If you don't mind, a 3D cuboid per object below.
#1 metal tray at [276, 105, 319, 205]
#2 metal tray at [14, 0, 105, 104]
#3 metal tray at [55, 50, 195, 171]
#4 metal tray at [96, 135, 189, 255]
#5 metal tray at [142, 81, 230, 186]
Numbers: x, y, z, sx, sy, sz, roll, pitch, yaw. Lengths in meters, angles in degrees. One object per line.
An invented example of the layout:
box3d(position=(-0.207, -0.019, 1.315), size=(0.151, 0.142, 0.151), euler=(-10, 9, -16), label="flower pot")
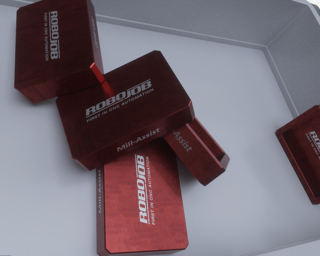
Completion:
box3d(position=(0.245, 0.040, 0.470), size=(0.030, 0.090, 0.130), euler=(-7, 66, -32), label="metal tray")
box3d(position=(-0.119, -0.099, 0.363), size=(0.090, 0.030, 0.130), euler=(-16, 61, 5), label="metal tray")
box3d(position=(-0.040, -0.022, 0.338), size=(0.131, 0.030, 0.090), euler=(-26, 58, -2), label="metal tray")
box3d(position=(-0.023, 0.072, 0.346), size=(0.091, 0.030, 0.130), euler=(7, 59, -25), label="metal tray")
box3d(position=(0.031, 0.003, 0.385), size=(0.130, 0.030, 0.090), euler=(51, 15, 8), label="metal tray")
